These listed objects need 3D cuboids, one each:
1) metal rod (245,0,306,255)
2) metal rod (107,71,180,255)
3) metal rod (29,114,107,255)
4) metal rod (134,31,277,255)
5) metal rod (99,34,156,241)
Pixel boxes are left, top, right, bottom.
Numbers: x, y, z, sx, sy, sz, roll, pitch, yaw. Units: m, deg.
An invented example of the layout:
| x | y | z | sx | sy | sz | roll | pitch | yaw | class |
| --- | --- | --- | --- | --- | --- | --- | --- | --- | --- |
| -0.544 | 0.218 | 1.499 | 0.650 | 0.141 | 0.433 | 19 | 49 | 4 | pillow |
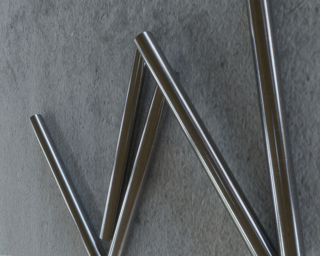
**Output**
| x | y | z | sx | sy | sz | roll | pitch | yaw | class |
| --- | --- | --- | --- | --- | --- | --- | --- | --- | --- |
| 0.113 | -0.022 | 0.310 | 0.025 | 0.025 | 0.298 | -10 | 84 | 39 | metal rod |
| -0.028 | 0.065 | 0.425 | 0.025 | 0.025 | 0.298 | 26 | 106 | 36 | metal rod |
| -0.165 | 0.095 | 0.537 | 0.025 | 0.025 | 0.299 | -48 | 62 | 29 | metal rod |
| 0.048 | 0.018 | 0.345 | 0.025 | 0.025 | 0.299 | -37 | 73 | 33 | metal rod |
| -0.048 | 0.020 | 0.442 | 0.025 | 0.025 | 0.298 | 20 | 102 | 38 | metal rod |
